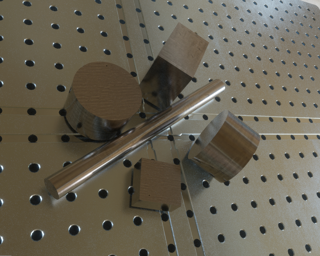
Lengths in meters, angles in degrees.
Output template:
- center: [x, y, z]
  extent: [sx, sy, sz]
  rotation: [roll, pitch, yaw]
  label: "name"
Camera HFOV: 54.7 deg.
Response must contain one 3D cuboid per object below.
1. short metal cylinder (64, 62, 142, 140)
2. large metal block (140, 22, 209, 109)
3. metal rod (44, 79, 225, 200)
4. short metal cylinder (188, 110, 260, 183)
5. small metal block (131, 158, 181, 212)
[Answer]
- center: [-0.068, -0.032, 0.370]
  extent: [0.081, 0.050, 0.080]
  rotation: [14, 56, -21]
  label: "short metal cylinder"
- center: [0.016, -0.083, 0.428]
  extent: [0.050, 0.080, 0.080]
  rotation: [32, 52, -8]
  label: "large metal block"
- center: [-0.008, -0.003, 0.401]
  extent: [0.302, 0.025, 0.025]
  rotation: [-32, 80, -38]
  label: "metal rod"
- center: [0.081, 0.023, 0.398]
  extent: [0.050, 0.080, 0.080]
  rotation: [38, 51, -4]
  label: "short metal cylinder"
- center: [-0.004, 0.067, 0.361]
  extent: [0.050, 0.025, 0.050]
  rotation: [14, 56, -21]
  label: "small metal block"
